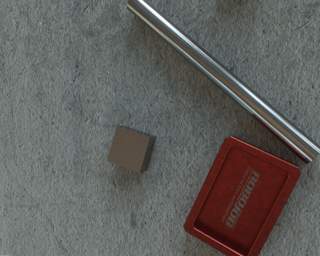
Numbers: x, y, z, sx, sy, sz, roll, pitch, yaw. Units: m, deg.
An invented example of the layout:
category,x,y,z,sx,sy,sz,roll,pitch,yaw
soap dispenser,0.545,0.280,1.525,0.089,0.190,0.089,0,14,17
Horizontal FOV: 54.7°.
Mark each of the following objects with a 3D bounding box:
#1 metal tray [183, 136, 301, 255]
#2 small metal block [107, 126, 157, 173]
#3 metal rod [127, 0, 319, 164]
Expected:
category,x,y,z,sx,sy,sz,roll,pitch,yaw
metal tray,0.096,0.085,0.372,0.090,0.030,0.129,26,98,17
small metal block,-0.038,0.028,0.421,0.050,0.025,0.050,18,96,18
metal rod,0.069,-0.070,0.384,0.300,0.025,0.025,44,104,14
